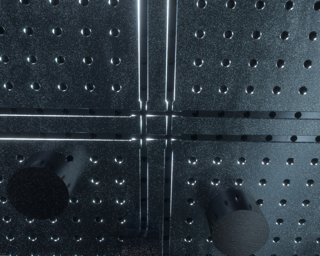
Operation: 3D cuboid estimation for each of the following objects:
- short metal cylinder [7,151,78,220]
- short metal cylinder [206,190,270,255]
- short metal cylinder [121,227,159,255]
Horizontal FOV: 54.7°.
[{"bbox_3d":[-0.159,0.078,0.427,0.081,0.050,0.079,0,110,0],"label":"short metal cylinder"},{"bbox_3d":[0.112,0.138,0.452,0.081,0.050,0.079,0,110,0],"label":"short metal cylinder"},{"bbox_3d":[-0.029,0.188,0.453,0.050,0.080,0.079,3,110,-1],"label":"short metal cylinder"}]
